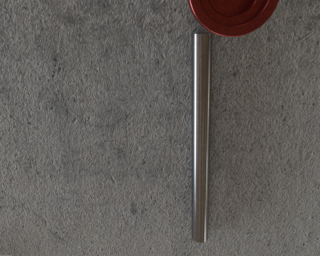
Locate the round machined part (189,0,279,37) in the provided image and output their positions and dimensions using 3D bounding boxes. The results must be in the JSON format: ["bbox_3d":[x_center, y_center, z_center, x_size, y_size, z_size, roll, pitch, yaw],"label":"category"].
[{"bbox_3d":[0.079,-0.154,0.345,0.099,0.042,0.097,0,110,-1],"label":"round machined part"}]

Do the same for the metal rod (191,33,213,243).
[{"bbox_3d":[0.055,0.027,0.420,0.025,0.025,0.298,-2,110,0],"label":"metal rod"}]
